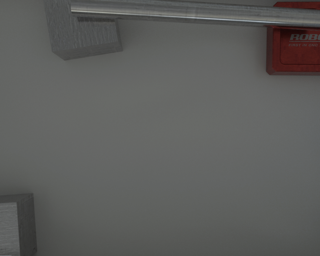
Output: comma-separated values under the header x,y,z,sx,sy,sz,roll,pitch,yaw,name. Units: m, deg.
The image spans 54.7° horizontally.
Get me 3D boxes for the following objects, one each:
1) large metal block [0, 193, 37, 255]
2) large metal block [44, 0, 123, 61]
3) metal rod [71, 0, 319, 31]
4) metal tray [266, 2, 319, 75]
x,y,z,sx,sy,sz,roll,pitch,yaw,name
-0.210,0.131,0.396,0.081,0.050,0.079,-4,90,-1,large metal block
-0.097,-0.137,0.398,0.080,0.050,0.080,-9,90,-1,large metal block
0.050,-0.138,0.371,0.302,0.025,0.025,1,90,-6,metal rod
0.211,-0.116,0.407,0.131,0.030,0.089,1,90,3,metal tray
